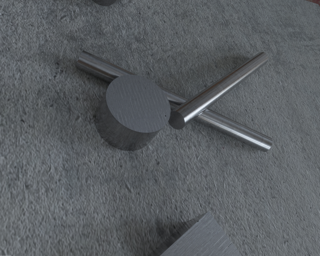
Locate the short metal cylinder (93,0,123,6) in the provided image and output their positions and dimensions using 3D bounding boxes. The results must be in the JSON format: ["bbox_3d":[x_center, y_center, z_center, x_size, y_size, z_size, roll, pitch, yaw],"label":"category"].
[{"bbox_3d":[-0.076,-0.233,0.470,0.080,0.080,0.050,44,51,2],"label":"short metal cylinder"}]

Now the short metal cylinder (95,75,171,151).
[{"bbox_3d":[-0.034,-0.018,0.380,0.081,0.050,0.080,14,56,-21],"label":"short metal cylinder"}]

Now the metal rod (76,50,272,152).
[{"bbox_3d":[0.030,-0.032,0.439,0.302,0.025,0.025,23,53,-14],"label":"metal rod"}]

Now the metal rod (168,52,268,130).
[{"bbox_3d":[0.107,-0.071,0.482,0.025,0.025,0.302,49,45,6],"label":"metal rod"}]

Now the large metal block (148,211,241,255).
[{"bbox_3d":[0.037,0.147,0.318,0.081,0.050,0.080,-29,78,-38],"label":"large metal block"}]
